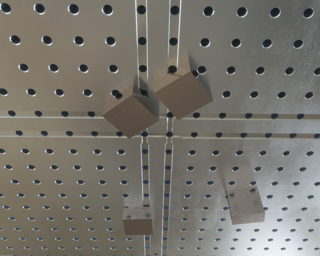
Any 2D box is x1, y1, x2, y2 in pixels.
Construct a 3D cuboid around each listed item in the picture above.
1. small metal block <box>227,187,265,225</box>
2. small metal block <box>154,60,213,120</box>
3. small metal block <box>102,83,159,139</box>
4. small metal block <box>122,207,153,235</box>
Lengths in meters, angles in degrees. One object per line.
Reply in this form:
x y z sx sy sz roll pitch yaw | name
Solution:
0.138 0.126 0.503 0.050 0.050 0.025 -7 130 6 | small metal block
0.028 -0.044 0.374 0.050 0.025 0.050 -29 125 22 | small metal block
-0.036 -0.020 0.394 0.050 0.025 0.050 -31 124 24 | small metal block
-0.038 0.166 0.552 0.050 0.025 0.050 -2 130 1 | small metal block
